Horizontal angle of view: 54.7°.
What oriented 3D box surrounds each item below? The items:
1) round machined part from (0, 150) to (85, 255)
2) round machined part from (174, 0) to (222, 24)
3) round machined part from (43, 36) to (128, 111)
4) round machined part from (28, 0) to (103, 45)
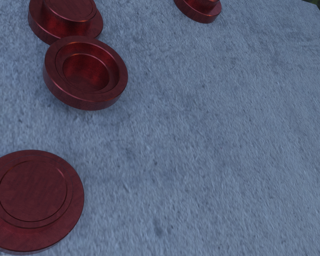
[{"bbox_3d":[-0.120,0.064,0.290,0.099,0.042,0.098,14,56,-21],"label":"round machined part"},{"bbox_3d":[0.077,-0.251,0.590,0.099,0.042,0.098,14,56,-21],"label":"round machined part"},{"bbox_3d":[-0.093,-0.063,0.382,0.099,0.042,0.098,14,56,-21],"label":"round machined part"},{"bbox_3d":[-0.125,-0.156,0.422,0.099,0.042,0.098,14,56,-21],"label":"round machined part"}]
